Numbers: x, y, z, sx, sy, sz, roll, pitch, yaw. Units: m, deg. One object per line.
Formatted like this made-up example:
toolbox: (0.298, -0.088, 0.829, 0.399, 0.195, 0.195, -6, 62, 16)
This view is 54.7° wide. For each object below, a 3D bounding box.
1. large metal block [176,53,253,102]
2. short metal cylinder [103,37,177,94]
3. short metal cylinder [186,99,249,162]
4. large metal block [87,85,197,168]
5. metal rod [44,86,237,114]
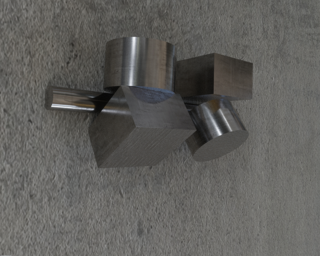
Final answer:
large metal block: (0.070, -0.065, 0.428, 0.081, 0.080, 0.050, 2, 89, -40)
short metal cylinder: (-0.022, -0.066, 0.351, 0.081, 0.080, 0.050, 4, 88, -40)
short metal cylinder: (0.073, 0.005, 0.423, 0.081, 0.080, 0.050, 2, 54, -40)
large metal block: (-0.022, 0.002, 0.344, 0.081, 0.080, 0.050, 3, 54, -40)
metal rod: (0.003, -0.025, 0.411, 0.302, 0.025, 0.025, 3, 88, -40)
